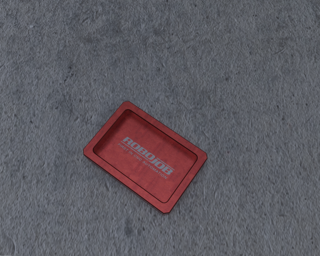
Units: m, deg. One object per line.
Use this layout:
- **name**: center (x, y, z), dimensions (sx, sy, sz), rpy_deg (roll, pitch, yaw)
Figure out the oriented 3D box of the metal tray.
- **metal tray**: center (-0.018, 0.036, 0.393), dimensions (0.130, 0.030, 0.090), rpy_deg (34, 73, 11)
